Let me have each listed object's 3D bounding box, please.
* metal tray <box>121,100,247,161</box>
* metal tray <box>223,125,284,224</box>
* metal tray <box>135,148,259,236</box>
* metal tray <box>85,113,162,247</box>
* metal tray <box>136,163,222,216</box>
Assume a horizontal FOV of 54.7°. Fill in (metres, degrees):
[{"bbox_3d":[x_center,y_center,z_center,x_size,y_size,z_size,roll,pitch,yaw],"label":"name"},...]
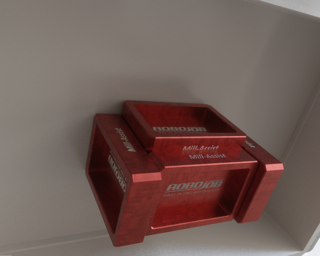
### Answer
[{"bbox_3d":[0.027,0.001,0.378,0.131,0.090,0.030,0,119,-28],"label":"metal tray"},{"bbox_3d":[0.096,0.052,0.422,0.030,0.130,0.089,1,119,-29],"label":"metal tray"},{"bbox_3d":[0.041,0.070,0.352,0.131,0.030,0.089,1,118,-29],"label":"metal tray"},{"bbox_3d":[-0.048,0.051,0.344,0.030,0.130,0.089,0,119,-29],"label":"metal tray"},{"bbox_3d":[0.006,0.079,0.415,0.131,0.090,0.030,0,118,-29],"label":"metal tray"}]
